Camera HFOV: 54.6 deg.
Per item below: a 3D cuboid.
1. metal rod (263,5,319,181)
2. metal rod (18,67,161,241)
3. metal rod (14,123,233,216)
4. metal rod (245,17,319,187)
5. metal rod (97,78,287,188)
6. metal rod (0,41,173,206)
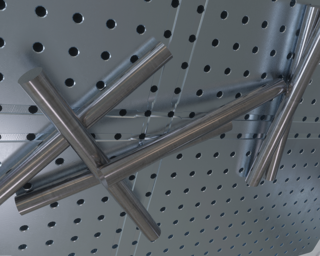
[{"bbox_3d":[0.208,-0.038,0.499,0.025,0.025,0.298,-11,123,-22],"label":"metal rod"},{"bbox_3d":[-0.064,0.056,0.375,0.025,0.025,0.299,-33,129,-7],"label":"metal rod"},{"bbox_3d":[-0.035,0.043,0.417,0.302,0.025,0.025,-21,126,-16],"label":"metal rod"},{"bbox_3d":[0.194,-0.024,0.480,0.025,0.025,0.298,-5,127,-26],"label":"metal rod"},{"bbox_3d":[0.059,-0.004,0.406,0.302,0.025,0.025,-26,128,-26],"label":"metal rod"},{"bbox_3d":[-0.107,0.007,0.356,0.300,0.025,0.025,-41,129,-1],"label":"metal rod"}]
